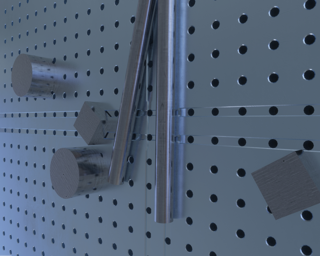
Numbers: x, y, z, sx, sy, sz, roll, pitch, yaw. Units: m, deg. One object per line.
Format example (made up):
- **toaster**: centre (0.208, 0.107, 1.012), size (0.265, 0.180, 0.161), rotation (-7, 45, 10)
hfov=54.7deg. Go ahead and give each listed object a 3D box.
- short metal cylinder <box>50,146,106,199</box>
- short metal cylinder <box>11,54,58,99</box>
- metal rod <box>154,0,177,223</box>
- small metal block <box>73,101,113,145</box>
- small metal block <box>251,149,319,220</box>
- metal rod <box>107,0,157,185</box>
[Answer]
- **short metal cylinder**: centre (-0.135, 0.071, 0.505), size (0.080, 0.050, 0.080), rotation (0, 90, 40)
- **short metal cylinder**: centre (-0.240, -0.098, 0.592), size (0.080, 0.050, 0.080), rotation (0, 90, 40)
- **metal rod**: centre (0.007, -0.028, 0.403), size (0.025, 0.025, 0.298), rotation (2, 91, 40)
- **small metal block**: centre (-0.108, -0.008, 0.499), size (0.050, 0.025, 0.050), rotation (46, 117, 30)
- **small metal block**: centre (0.127, 0.055, 0.304), size (0.050, 0.025, 0.050), rotation (-37, 67, 34)
- **metal rod**: centre (-0.038, -0.064, 0.440), size (0.025, 0.025, 0.298), rotation (18, 102, 38)
